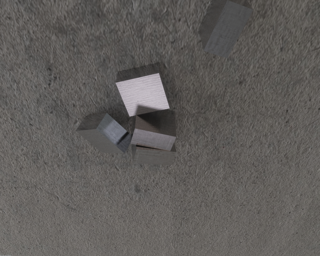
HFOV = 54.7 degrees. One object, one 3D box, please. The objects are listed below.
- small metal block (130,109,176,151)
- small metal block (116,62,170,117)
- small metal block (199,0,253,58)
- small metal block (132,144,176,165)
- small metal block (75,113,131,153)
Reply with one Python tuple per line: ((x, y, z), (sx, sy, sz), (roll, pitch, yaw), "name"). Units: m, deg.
((-0.008, -0.002, 0.389), (0.050, 0.050, 0.025), (12, 129, -10), "small metal block")
((-0.019, -0.045, 0.368), (0.050, 0.025, 0.050), (-11, 129, 9), "small metal block")
((0.062, -0.105, 0.302), (0.025, 0.050, 0.050), (15, 129, -12), "small metal block")
((-0.010, 0.020, 0.404), (0.050, 0.050, 0.025), (5, 131, -14), "small metal block")
((-0.071, 0.008, 0.398), (0.050, 0.025, 0.050), (-4, 139, 47), "small metal block")
